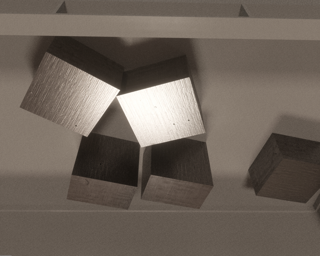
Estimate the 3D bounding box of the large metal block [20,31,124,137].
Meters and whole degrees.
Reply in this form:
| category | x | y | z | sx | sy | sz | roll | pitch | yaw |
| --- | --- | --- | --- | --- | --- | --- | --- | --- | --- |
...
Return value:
| category | x | y | z | sx | sy | sz | roll | pitch | yaw |
| --- | --- | --- | --- | --- | --- | --- | --- | --- | --- |
| large metal block | -0.098 | -0.047 | 0.351 | 0.080 | 0.050 | 0.080 | 27 | 125 | -22 |

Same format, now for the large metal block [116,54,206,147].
| category | x | y | z | sx | sy | sz | roll | pitch | yaw |
| --- | --- | --- | --- | --- | --- | --- | --- | --- | --- |
| large metal block | 0.003 | -0.030 | 0.367 | 0.080 | 0.050 | 0.080 | -14 | 129 | 11 |

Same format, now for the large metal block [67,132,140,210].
| category | x | y | z | sx | sy | sz | roll | pitch | yaw |
| --- | --- | --- | --- | --- | --- | --- | --- | --- | --- |
| large metal block | -0.074 | 0.056 | 0.420 | 0.081 | 0.080 | 0.050 | 13 | 129 | -12 |

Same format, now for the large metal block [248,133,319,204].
| category | x | y | z | sx | sy | sz | roll | pitch | yaw |
| --- | --- | --- | --- | --- | --- | --- | --- | --- | --- |
| large metal block | 0.187 | 0.059 | 0.446 | 0.081 | 0.050 | 0.079 | 11 | 129 | -10 |

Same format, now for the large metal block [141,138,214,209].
| category | x | y | z | sx | sy | sz | roll | pitch | yaw |
| --- | --- | --- | --- | --- | --- | --- | --- | --- | --- |
| large metal block | 0.021 | 0.056 | 0.421 | 0.081 | 0.080 | 0.050 | 12 | 129 | -11 |
